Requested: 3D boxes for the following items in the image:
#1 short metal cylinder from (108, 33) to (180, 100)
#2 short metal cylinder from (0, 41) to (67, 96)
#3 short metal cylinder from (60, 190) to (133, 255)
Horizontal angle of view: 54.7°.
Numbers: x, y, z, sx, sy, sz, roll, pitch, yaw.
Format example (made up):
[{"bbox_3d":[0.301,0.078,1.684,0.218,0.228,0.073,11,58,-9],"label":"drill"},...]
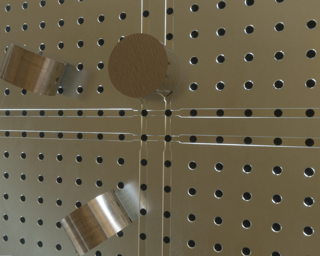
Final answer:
[{"bbox_3d":[-0.020,-0.077,0.405,0.080,0.050,0.079,0,90,19],"label":"short metal cylinder"},{"bbox_3d":[-0.182,-0.085,0.446,0.080,0.080,0.050,26,99,18],"label":"short metal cylinder"},{"bbox_3d":[-0.083,0.125,0.411,0.080,0.080,0.050,-36,79,16],"label":"short metal cylinder"}]
